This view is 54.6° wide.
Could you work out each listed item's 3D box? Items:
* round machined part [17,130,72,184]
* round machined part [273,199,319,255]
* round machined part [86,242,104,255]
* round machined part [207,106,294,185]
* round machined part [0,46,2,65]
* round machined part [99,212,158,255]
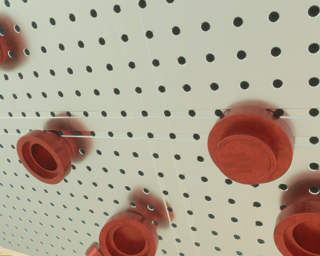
[{"bbox_3d":[-0.191,0.045,0.530,0.098,0.042,0.097,13,124,21],"label":"round machined part"},{"bbox_3d":[0.193,0.127,0.377,0.098,0.042,0.097,13,124,21],"label":"round machined part"},{"bbox_3d":[-0.087,0.245,0.578,0.098,0.042,0.098,39,166,12],"label":"round machined part"},{"bbox_3d":[0.103,0.027,0.363,0.098,0.042,0.097,13,124,21],"label":"round machined part"},{"bbox_3d":[-0.287,-0.119,0.479,0.098,0.042,0.097,13,124,21],"label":"round machined part"},{"bbox_3d":[-0.050,0.187,0.530,0.098,0.042,0.097,3,105,11],"label":"round machined part"}]
